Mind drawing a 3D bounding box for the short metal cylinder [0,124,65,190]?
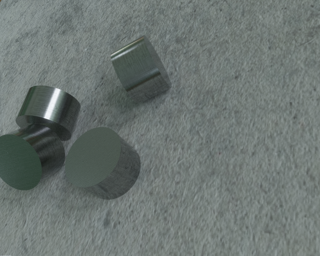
[{"bbox_3d":[-0.181,0.039,0.430,0.080,0.080,0.050,-11,13,22],"label":"short metal cylinder"}]

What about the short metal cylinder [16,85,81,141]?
[{"bbox_3d":[-0.166,-0.020,0.466,0.080,0.080,0.050,-4,60,26],"label":"short metal cylinder"}]

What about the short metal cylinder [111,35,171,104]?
[{"bbox_3d":[-0.025,-0.080,0.429,0.050,0.080,0.080,-26,53,12],"label":"short metal cylinder"}]

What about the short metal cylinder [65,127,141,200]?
[{"bbox_3d":[-0.072,0.045,0.396,0.080,0.050,0.080,-13,56,20],"label":"short metal cylinder"}]
